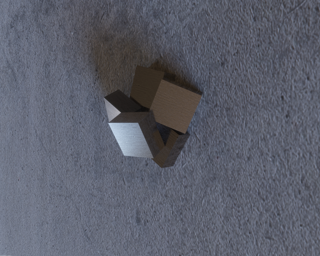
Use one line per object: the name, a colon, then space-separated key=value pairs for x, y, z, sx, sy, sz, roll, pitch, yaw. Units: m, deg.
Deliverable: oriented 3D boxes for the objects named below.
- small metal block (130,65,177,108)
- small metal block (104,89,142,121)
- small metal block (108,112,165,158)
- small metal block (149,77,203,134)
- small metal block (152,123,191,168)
small metal block: x=-0.010 y=-0.053 z=0.414 sx=0.050 sy=0.025 sz=0.050 roll=22 pitch=104 yaw=37
small metal block: x=-0.050 y=-0.017 z=0.430 sx=0.050 sy=0.025 sz=0.050 roll=40 pitch=150 yaw=31
small metal block: x=-0.028 y=0.008 z=0.381 sx=0.050 sy=0.025 sz=0.050 roll=0 pitch=123 yaw=39
small metal block: x=0.018 y=-0.028 z=0.375 sx=0.050 sy=0.025 sz=0.050 roll=23 pitch=107 yaw=2
small metal block: x=0.004 y=0.016 z=0.402 sx=0.050 sy=0.025 sz=0.050 roll=40 pitch=114 yaw=32
